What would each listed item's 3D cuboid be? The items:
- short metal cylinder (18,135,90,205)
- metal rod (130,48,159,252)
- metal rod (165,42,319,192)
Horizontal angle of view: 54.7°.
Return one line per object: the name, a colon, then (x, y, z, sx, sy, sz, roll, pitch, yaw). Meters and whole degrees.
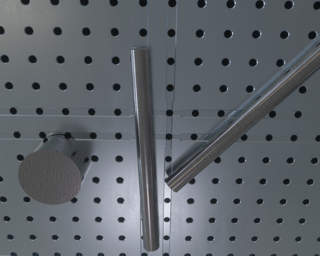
short metal cylinder: (-0.141, 0.056, 0.419, 0.081, 0.050, 0.079, 0, 110, 0)
metal rod: (-0.019, 0.043, 0.428, 0.025, 0.025, 0.298, -2, 110, 0)
metal rod: (0.122, -0.018, 0.407, 0.025, 0.025, 0.299, 43, 104, -14)
